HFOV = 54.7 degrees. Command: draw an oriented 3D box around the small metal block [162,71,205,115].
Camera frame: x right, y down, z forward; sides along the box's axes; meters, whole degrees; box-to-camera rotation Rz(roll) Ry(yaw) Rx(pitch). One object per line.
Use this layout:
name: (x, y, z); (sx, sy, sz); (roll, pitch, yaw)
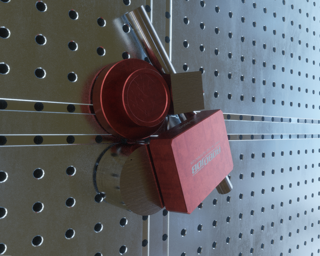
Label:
small metal block: (0.028, -0.046, 0.398); (0.050, 0.025, 0.050); (-12, 101, -34)

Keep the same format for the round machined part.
round machined part: (-0.026, -0.035, 0.370); (0.099, 0.042, 0.097); (0, 90, -39)

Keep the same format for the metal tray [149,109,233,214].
metal tray: (0.046, 0.036, 0.390); (0.131, 0.030, 0.089); (-28, 109, -50)

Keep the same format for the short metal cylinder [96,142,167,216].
short metal cylinder: (-0.027, 0.058, 0.365); (0.081, 0.050, 0.079); (0, 90, -40)

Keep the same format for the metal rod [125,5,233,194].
metal rod: (0.036, -0.024, 0.435); (0.025, 0.025, 0.299); (-44, 117, -31)
